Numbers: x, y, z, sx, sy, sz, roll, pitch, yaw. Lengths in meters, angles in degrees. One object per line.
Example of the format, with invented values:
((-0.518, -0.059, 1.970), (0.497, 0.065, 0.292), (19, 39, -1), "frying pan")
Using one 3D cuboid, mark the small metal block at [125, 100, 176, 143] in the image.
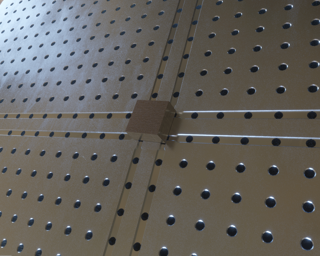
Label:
((-0.012, -0.010, 0.419), (0.050, 0.025, 0.050), (5, 64, 30), "small metal block")
